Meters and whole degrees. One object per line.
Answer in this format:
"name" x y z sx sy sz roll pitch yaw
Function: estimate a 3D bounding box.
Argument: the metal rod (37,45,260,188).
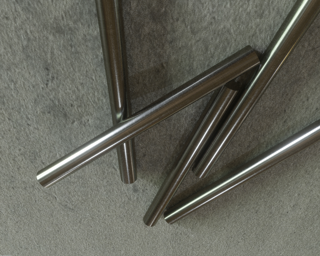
"metal rod" -0.023 -0.007 0.371 0.300 0.025 0.025 -30 125 12

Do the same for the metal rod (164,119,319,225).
"metal rod" 0.120 0.075 0.472 0.025 0.025 0.299 37 121 -27

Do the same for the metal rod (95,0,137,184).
"metal rod" -0.049 -0.038 0.373 0.025 0.025 0.298 -1 130 0

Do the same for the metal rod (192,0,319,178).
"metal rod" 0.110 -0.042 0.373 0.025 0.025 0.298 15 129 -13

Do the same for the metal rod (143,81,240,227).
"metal rod" 0.033 0.056 0.454 0.025 0.025 0.298 15 129 -13
